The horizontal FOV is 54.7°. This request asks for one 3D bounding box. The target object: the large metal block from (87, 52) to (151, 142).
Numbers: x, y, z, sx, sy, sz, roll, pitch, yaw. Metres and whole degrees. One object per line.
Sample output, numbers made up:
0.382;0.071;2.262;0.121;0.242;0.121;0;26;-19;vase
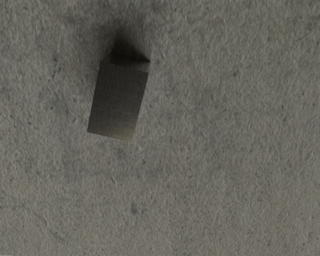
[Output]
-0.046;-0.040;0.365;0.050;0.080;0.079;14;110;-5;large metal block
